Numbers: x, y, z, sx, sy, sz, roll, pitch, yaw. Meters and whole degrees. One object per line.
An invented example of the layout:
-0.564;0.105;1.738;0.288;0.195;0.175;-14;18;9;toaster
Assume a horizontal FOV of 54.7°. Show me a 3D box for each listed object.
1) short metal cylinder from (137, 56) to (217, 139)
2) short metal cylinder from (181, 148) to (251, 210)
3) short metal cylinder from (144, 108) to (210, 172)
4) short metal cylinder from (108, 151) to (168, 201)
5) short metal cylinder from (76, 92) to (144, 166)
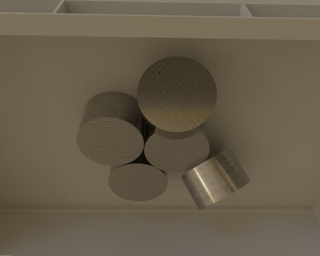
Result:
0.018;-0.030;0.336;0.081;0.080;0.050;-2;169;1;short metal cylinder
0.075;0.070;0.424;0.080;0.050;0.080;-28;168;-7;short metal cylinder
0.021;0.012;0.401;0.081;0.050;0.079;0;130;0;short metal cylinder
-0.030;0.059;0.440;0.081;0.050;0.079;0;130;0;short metal cylinder
-0.060;0.002;0.391;0.081;0.050;0.079;0;130;0;short metal cylinder
